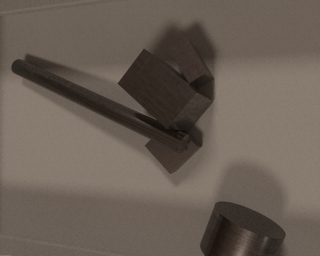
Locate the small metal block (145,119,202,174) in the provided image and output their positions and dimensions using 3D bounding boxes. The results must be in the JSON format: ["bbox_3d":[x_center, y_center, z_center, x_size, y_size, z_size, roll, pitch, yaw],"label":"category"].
[{"bbox_3d":[0.018,0.023,0.404,0.050,0.025,0.050,-46,77,14],"label":"small metal block"}]

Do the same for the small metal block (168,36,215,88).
[{"bbox_3d":[0.040,-0.079,0.382,0.025,0.050,0.050,-31,80,16],"label":"small metal block"}]

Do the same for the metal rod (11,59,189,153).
[{"bbox_3d":[-0.097,-0.039,0.428,0.301,0.025,0.025,25,98,23],"label":"metal rod"}]

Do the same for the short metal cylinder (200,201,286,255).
[{"bbox_3d":[0.092,0.124,0.349,0.080,0.080,0.050,21,97,18],"label":"short metal cylinder"}]

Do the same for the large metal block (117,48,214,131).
[{"bbox_3d":[0.010,-0.042,0.374,0.080,0.080,0.050,43,103,18],"label":"large metal block"}]
